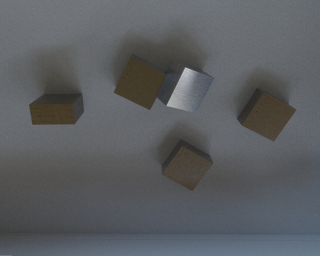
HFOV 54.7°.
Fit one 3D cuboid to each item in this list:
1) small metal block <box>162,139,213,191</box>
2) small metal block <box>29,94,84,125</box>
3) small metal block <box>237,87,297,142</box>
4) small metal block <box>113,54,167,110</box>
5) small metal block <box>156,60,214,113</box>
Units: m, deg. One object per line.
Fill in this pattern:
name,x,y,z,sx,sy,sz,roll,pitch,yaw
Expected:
small metal block,0.037,0.051,0.431,0.050,0.025,0.050,30,107,-11
small metal block,-0.127,-0.024,0.387,0.050,0.050,0.025,0,110,0
small metal block,0.139,-0.018,0.407,0.050,0.025,0.050,26,108,-10
small metal block,-0.023,-0.058,0.390,0.050,0.025,0.050,26,108,-10
small metal block,0.031,-0.050,0.381,0.050,0.025,0.050,11,114,-39
